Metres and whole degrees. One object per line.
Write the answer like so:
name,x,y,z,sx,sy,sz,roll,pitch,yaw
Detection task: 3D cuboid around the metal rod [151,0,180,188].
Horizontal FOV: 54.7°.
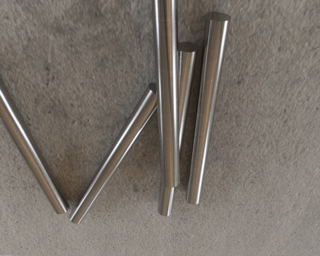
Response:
metal rod,0.008,-0.052,0.338,0.025,0.025,0.298,-2,123,1

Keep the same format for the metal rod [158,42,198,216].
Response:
metal rod,0.018,0.026,0.429,0.025,0.025,0.298,3,130,-3

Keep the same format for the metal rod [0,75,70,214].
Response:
metal rod,-0.183,0.021,0.422,0.025,0.025,0.298,-6,130,4

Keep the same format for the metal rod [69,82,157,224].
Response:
metal rod,-0.074,0.054,0.452,0.025,0.025,0.298,22,127,-18

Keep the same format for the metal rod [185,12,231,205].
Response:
metal rod,0.056,0.001,0.409,0.025,0.025,0.298,0,130,-1
